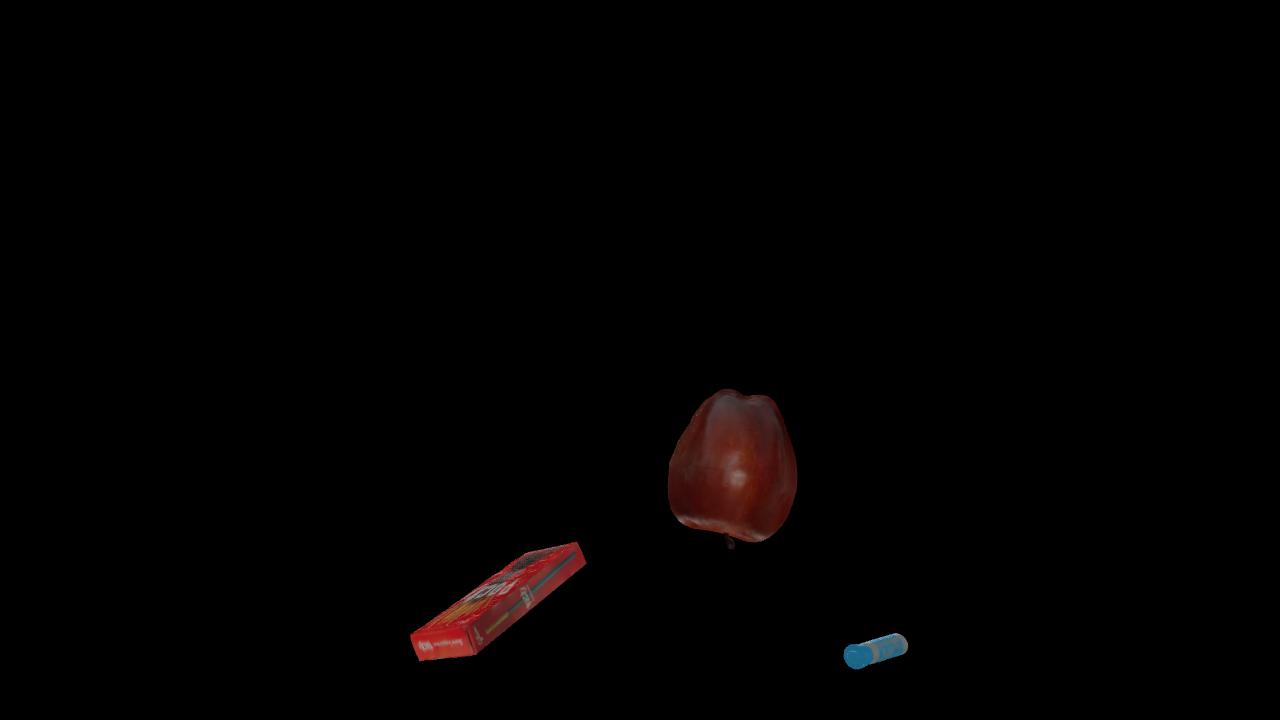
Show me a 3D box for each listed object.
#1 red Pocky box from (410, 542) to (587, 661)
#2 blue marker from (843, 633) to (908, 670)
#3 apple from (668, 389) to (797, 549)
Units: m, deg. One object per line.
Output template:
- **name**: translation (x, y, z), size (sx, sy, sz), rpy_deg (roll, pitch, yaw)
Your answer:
- **red Pocky box**: translation (-0.126, 0.220, 0.573), size (0.083, 0.028, 0.155), rpy_deg (-22, 0, 34)
- **blue marker**: translation (0.209, 0.256, 0.542), size (0.020, 0.020, 0.121), rpy_deg (0, -14, 40)
- **apple**: translation (0.058, 0.067, 0.376), size (0.079, 0.093, 0.079), rpy_deg (10, -14, 3)
